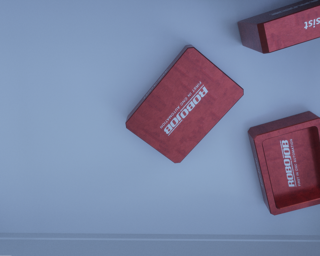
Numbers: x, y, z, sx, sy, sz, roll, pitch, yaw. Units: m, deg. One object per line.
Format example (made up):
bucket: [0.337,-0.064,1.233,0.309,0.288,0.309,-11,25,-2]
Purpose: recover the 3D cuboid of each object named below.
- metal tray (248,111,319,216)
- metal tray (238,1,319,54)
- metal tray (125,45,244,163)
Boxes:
metal tray: [0.182,0.051,0.428,0.090,0.030,0.129,-17,109,6]
metal tray: [0.160,-0.119,0.333,0.131,0.090,0.030,-17,109,6]
metal tray: [0.029,-0.028,0.398,0.090,0.030,0.130,37,106,-13]
